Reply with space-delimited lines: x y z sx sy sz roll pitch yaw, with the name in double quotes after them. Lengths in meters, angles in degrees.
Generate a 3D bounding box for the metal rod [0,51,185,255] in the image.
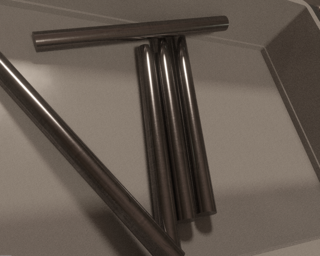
-0.088 0.026 0.327 0.300 0.025 0.025 46 51 9 "metal rod"

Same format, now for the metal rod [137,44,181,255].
-0.005 0.013 0.396 0.025 0.025 0.299 7 59 -25 "metal rod"

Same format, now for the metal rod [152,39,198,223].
0.015 -0.023 0.429 0.025 0.025 0.299 7 58 -25 "metal rod"

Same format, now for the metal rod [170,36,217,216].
0.043 -0.026 0.446 0.025 0.025 0.299 8 58 -24 "metal rod"

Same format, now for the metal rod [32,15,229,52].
-0.025 -0.142 0.453 0.303 0.025 0.025 -14 69 -26 "metal rod"
